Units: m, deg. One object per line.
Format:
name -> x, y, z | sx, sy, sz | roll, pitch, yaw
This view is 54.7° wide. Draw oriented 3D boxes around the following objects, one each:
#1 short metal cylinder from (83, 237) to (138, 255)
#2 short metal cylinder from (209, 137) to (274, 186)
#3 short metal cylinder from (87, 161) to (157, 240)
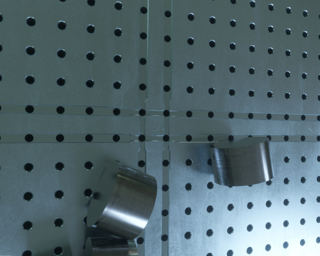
short metal cylinder -> -0.060, 0.170, 0.362 | 0.050, 0.080, 0.080 | 7, 88, -20
short metal cylinder -> 0.112, 0.044, 0.426 | 0.081, 0.080, 0.050 | -11, 94, -20
short metal cylinder -> -0.046, 0.085, 0.368 | 0.050, 0.080, 0.080 | 27, 81, -19
